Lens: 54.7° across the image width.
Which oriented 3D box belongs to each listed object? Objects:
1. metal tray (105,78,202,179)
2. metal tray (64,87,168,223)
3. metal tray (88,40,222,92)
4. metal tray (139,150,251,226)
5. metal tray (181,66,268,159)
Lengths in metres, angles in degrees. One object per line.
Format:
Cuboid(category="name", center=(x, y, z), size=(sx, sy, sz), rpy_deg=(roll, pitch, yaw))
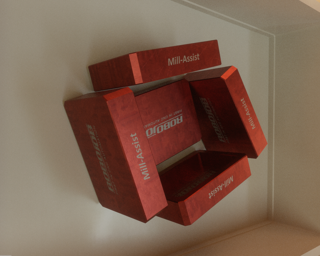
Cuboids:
Cuboid(category="metal tray", center=(-0.008, -0.004, 0.395), size=(0.131, 0.030, 0.089), rpy_deg=(-25, 106, -37))
Cuboid(category="metal tray", center=(-0.048, 0.027, 0.323), size=(0.030, 0.090, 0.129), rpy_deg=(-27, 107, -37))
Cuboid(category="metal tray", center=(-0.004, -0.073, 0.360), size=(0.131, 0.090, 0.030), rpy_deg=(-20, 103, -38))
Cuboid(category="metal tray", center=(0.044, 0.070, 0.401), size=(0.131, 0.090, 0.030), rpy_deg=(-26, 107, -37))
Cuboid(category="metal tray", center=(0.086, -0.019, 0.437), size=(0.030, 0.090, 0.130), rpy_deg=(-44, 117, -31))
